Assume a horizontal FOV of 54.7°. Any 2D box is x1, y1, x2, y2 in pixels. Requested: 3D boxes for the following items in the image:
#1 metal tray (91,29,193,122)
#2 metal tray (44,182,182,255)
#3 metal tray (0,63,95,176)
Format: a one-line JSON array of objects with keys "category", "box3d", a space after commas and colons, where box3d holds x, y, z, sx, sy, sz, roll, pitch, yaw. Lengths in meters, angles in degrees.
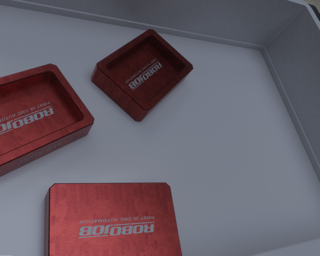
[{"category": "metal tray", "box3d": [-0.021, -0.079, 0.440, 0.090, 0.030, 0.131, 42, 51, 1]}, {"category": "metal tray", "box3d": [-0.047, 0.103, 0.315, 0.131, 0.030, 0.090, 5, 60, -26]}, {"category": "metal tray", "box3d": [-0.149, -0.010, 0.328, 0.131, 0.030, 0.090, -29, 78, -38]}]
